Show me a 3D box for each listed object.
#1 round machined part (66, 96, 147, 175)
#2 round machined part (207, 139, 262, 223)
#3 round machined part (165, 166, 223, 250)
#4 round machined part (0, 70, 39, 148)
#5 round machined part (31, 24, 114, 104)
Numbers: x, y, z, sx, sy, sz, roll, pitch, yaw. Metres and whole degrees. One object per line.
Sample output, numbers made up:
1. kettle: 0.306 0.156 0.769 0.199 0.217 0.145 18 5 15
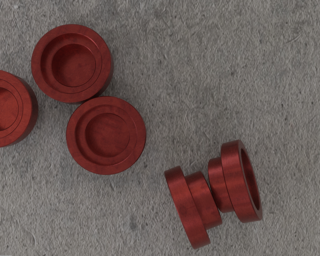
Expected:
1. round machined part: -0.066 0.009 0.401 0.099 0.042 0.097 0 90 0
2. round machined part: 0.089 0.066 0.378 0.042 0.098 0.097 -17 90 21
3. round machined part: 0.043 0.090 0.374 0.042 0.098 0.098 -22 90 0
4. round machined part: -0.206 -0.024 0.400 0.099 0.042 0.097 0 90 0
5. round machined part: -0.108 -0.078 0.398 0.099 0.042 0.097 0 87 1
